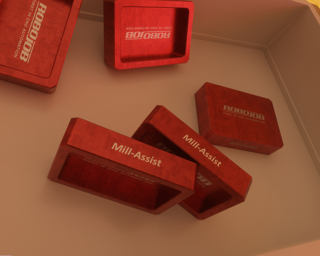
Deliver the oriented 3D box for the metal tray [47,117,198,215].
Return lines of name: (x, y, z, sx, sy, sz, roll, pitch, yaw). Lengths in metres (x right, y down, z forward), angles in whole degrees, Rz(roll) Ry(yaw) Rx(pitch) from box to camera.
metal tray: (-0.039, 0.045, 0.315, 0.131, 0.090, 0.030, 22, 54, -15)

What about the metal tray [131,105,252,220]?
metal tray: (0.024, 0.044, 0.350, 0.130, 0.090, 0.030, 39, 51, -2)

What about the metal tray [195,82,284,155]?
metal tray: (0.121, -0.013, 0.475, 0.131, 0.030, 0.090, 11, 57, -22)

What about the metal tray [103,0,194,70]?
metal tray: (-0.014, -0.135, 0.439, 0.131, 0.089, 0.030, -14, 29, -34)

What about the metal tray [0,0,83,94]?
metal tray: (-0.151, -0.115, 0.361, 0.091, 0.030, 0.130, 16, 77, -19)
